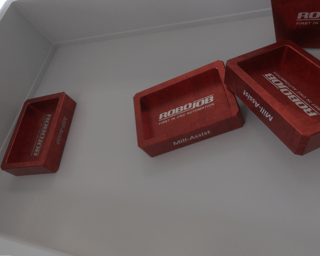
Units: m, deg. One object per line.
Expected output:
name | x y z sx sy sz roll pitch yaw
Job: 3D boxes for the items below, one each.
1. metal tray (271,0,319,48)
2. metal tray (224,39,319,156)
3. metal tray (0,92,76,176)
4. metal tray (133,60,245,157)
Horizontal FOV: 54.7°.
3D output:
metal tray | 0.195 -0.131 0.339 0.130 0.090 0.030 10 61 32
metal tray | 0.141 -0.040 0.331 0.091 0.030 0.130 -22 50 -14
metal tray | -0.193 0.009 0.498 0.090 0.030 0.130 -8 58 24
metal tray | 0.032 -0.025 0.400 0.130 0.030 0.090 -20 54 16
